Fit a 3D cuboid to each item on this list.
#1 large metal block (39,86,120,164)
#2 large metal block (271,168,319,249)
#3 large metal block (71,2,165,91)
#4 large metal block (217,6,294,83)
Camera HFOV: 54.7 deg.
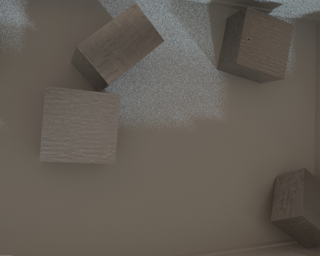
[{"bbox_3d":[-0.094,-0.002,0.362,0.081,0.050,0.080,4,89,-20],"label":"large metal block"},{"bbox_3d":[0.216,0.120,0.460,0.080,0.050,0.080,38,49,-16],"label":"large metal block"},{"bbox_3d":[-0.053,-0.089,0.362,0.080,0.080,0.050,-42,104,-15],"label":"large metal block"},{"bbox_3d":[0.137,-0.116,0.447,0.081,0.050,0.080,13,86,-20],"label":"large metal block"}]
